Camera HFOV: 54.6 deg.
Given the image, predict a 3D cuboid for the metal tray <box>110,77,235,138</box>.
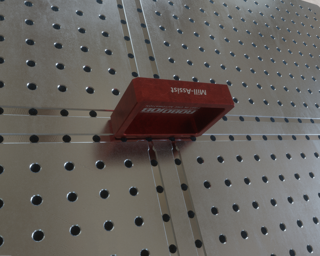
[{"bbox_3d":[0.015,-0.021,0.386,0.131,0.090,0.030,0,62,-28],"label":"metal tray"}]
